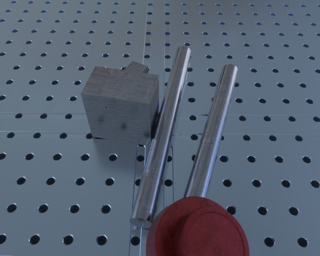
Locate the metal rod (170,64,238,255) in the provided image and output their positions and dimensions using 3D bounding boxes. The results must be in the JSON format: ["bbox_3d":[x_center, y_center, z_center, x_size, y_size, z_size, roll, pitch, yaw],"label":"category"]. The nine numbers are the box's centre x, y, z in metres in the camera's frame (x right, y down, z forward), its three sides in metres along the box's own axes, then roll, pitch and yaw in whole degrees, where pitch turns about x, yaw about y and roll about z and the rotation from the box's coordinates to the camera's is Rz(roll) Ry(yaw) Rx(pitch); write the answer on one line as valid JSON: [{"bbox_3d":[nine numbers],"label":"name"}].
[{"bbox_3d":[0.063,0.019,0.392,0.025,0.025,0.300,14,51,11],"label":"metal rod"}]

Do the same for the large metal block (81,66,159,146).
[{"bbox_3d":[-0.046,-0.026,0.393,0.080,0.080,0.050,9,51,7],"label":"large metal block"}]

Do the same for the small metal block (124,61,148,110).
[{"bbox_3d":[-0.040,-0.058,0.440,0.025,0.050,0.050,24,54,18],"label":"small metal block"}]

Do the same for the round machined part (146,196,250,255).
[{"bbox_3d":[0.041,0.109,0.280,0.099,0.042,0.098,14,56,-21],"label":"round machined part"}]

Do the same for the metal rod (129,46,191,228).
[{"bbox_3d":[0.010,-0.013,0.418,0.025,0.025,0.300,9,50,7],"label":"metal rod"}]
